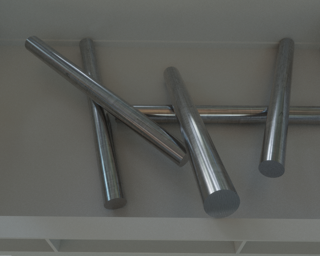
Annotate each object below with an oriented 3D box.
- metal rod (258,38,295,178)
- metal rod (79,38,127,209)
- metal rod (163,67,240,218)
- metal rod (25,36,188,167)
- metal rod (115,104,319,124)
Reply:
[{"bbox_3d":[0.164,-0.050,0.419,0.025,0.025,0.301,16,43,13],"label":"metal rod"},{"bbox_3d":[-0.086,-0.029,0.428,0.025,0.025,0.300,-11,51,-10],"label":"metal rod"},{"bbox_3d":[0.030,-0.016,0.343,0.025,0.025,0.300,-4,27,-3],"label":"metal rod"},{"bbox_3d":[-0.081,-0.047,0.409,0.300,0.025,0.025,36,59,23],"label":"metal rod"},{"bbox_3d":[0.092,-0.019,0.421,0.302,0.025,0.025,1,50,0],"label":"metal rod"}]
